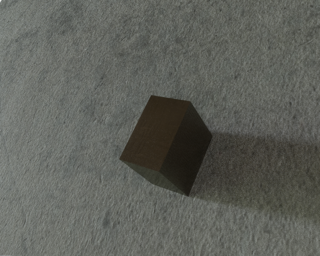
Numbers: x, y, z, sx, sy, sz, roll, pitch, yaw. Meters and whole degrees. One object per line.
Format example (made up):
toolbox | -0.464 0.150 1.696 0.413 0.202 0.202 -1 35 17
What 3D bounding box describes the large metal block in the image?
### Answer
large metal block | 0.011 0.021 0.349 0.050 0.080 0.080 13 68 33
